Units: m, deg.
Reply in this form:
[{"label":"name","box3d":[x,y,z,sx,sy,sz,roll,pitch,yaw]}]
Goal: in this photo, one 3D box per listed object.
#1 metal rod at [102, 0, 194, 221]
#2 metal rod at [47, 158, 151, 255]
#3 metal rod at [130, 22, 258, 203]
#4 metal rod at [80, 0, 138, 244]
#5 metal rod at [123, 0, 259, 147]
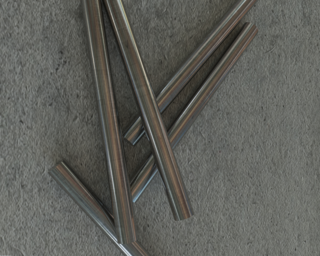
[{"label":"metal rod","box3d":[-0.018,-0.035,0.378,0.025,0.025,0.299,-17,87,-19]},{"label":"metal rod","box3d":[-0.032,0.159,0.397,0.025,0.025,0.300,-41,103,-15]},{"label":"metal rod","box3d":[0.047,-0.029,0.425,0.025,0.025,0.300,40,77,-16]},{"label":"metal rod","box3d":[-0.062,-0.014,0.372,0.025,0.025,0.298,-9,88,-20]},{"label":"metal rod","box3d":[0.052,-0.096,0.427,0.025,0.025,0.300,44,76,-15]}]
